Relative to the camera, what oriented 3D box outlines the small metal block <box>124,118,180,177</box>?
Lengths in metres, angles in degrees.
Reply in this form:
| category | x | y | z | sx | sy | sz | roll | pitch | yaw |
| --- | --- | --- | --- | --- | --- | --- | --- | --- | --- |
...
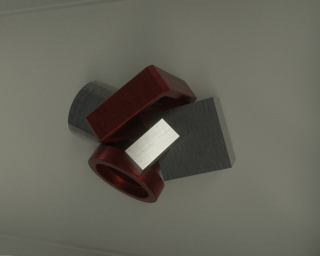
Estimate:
| category | x | y | z | sx | sy | sz | roll | pitch | yaw |
| --- | --- | --- | --- | --- | --- | --- | --- | --- | --- |
| small metal block | -0.010 | 0.022 | 0.326 | 0.050 | 0.050 | 0.025 | -42 | 83 | -18 |

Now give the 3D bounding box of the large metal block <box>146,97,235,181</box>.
| category | x | y | z | sx | sy | sz | roll | pitch | yaw |
| --- | --- | --- | --- | --- | --- | --- | --- | --- | --- |
| large metal block | 0.039 | 0.012 | 0.373 | 0.080 | 0.050 | 0.080 | -15 | 90 | 19 |

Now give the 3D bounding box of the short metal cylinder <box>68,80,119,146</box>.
| category | x | y | z | sx | sy | sz | roll | pitch | yaw |
| --- | --- | --- | --- | --- | --- | --- | --- | --- | --- |
| short metal cylinder | -0.073 | -0.016 | 0.404 | 0.050 | 0.080 | 0.080 | 24 | 98 | 18 |

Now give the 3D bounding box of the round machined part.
| category | x | y | z | sx | sy | sz | roll | pitch | yaw |
| --- | --- | --- | --- | --- | --- | --- | --- | --- | --- |
| round machined part | -0.037 | 0.051 | 0.392 | 0.098 | 0.098 | 0.042 | 22 | 62 | 18 |

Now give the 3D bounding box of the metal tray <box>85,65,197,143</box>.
| category | x | y | z | sx | sy | sz | roll | pitch | yaw |
| --- | --- | --- | --- | --- | --- | --- | --- | --- | --- |
| metal tray | -0.014 | -0.023 | 0.357 | 0.090 | 0.130 | 0.030 | -37 | 80 | 16 |
